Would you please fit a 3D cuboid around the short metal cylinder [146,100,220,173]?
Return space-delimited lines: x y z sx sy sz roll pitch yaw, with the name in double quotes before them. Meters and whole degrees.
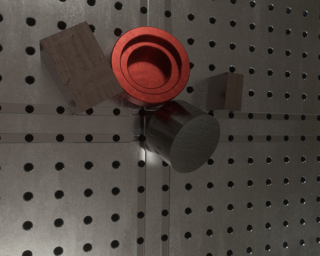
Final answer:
"short metal cylinder" 0.029 0.010 0.393 0.081 0.050 0.079 -20 126 -30

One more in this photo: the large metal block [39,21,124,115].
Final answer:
"large metal block" -0.091 -0.062 0.350 0.050 0.080 0.080 -31 101 -18

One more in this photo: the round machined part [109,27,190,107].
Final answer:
"round machined part" -0.015 -0.073 0.392 0.099 0.042 0.097 3 79 -16

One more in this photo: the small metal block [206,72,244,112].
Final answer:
"small metal block" 0.090 -0.048 0.434 0.025 0.050 0.050 6 88 -20
